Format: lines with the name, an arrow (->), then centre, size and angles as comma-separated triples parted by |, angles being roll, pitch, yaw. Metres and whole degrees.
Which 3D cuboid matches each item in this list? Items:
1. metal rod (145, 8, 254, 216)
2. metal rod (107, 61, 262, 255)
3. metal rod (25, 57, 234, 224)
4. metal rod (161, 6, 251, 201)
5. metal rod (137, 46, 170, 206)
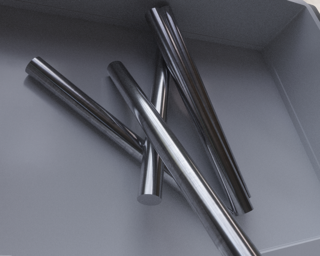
metal rod -> 0.047, -0.030, 0.413 | 0.025, 0.025, 0.299 | -15, 75, -34
metal rod -> 0.002, 0.009, 0.324 | 0.025, 0.025, 0.300 | -3, 39, -30
metal rod -> -0.035, 0.018, 0.376 | 0.300, 0.025, 0.025 | 39, 51, -2
metal rod -> 0.057, -0.042, 0.440 | 0.025, 0.025, 0.299 | -12, 75, -34
metal rod -> 0.000, -0.041, 0.410 | 0.025, 0.025, 0.300 | 20, 47, -17
